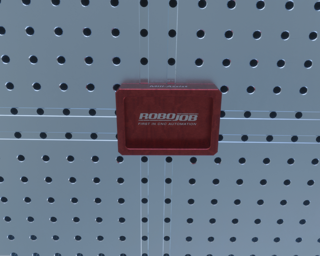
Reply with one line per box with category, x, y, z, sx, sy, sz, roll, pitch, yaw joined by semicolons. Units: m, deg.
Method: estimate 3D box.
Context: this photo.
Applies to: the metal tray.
metal tray;0.011;-0.011;0.406;0.131;0.030;0.089;0;110;0
